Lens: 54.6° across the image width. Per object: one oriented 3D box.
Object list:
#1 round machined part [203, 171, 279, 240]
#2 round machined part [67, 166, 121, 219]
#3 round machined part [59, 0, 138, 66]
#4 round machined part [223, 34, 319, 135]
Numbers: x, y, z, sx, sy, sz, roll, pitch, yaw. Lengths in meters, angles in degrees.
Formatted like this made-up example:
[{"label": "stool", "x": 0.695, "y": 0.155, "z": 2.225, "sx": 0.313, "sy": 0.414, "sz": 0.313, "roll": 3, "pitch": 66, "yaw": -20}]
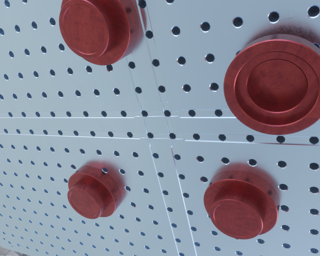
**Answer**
[{"label": "round machined part", "x": 0.105, "y": 0.108, "z": 0.412, "sx": 0.098, "sy": 0.042, "sz": 0.097, "roll": 13, "pitch": 124, "yaw": 21}, {"label": "round machined part", "x": -0.120, "y": 0.118, "z": 0.538, "sx": 0.098, "sy": 0.042, "sz": 0.097, "roll": 13, "pitch": 124, "yaw": 21}, {"label": "round machined part", "x": -0.079, "y": -0.121, "z": 0.368, "sx": 0.098, "sy": 0.042, "sz": 0.097, "roll": 13, "pitch": 124, "yaw": 21}, {"label": "round machined part", "x": 0.117, "y": -0.045, "z": 0.311, "sx": 0.098, "sy": 0.042, "sz": 0.097, "roll": 13, "pitch": 124, "yaw": 21}]
